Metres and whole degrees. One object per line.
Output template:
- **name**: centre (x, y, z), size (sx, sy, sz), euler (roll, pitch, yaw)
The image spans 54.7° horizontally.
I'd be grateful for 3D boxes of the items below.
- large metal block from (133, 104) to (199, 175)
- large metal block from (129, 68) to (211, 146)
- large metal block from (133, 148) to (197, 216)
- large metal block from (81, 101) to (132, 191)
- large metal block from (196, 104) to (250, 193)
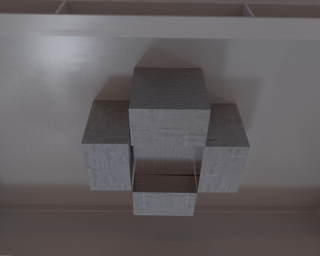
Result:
- **large metal block**: centre (0.008, 0.015, 0.402), size (0.081, 0.050, 0.079), euler (0, 130, -1)
- **large metal block**: centre (0.009, -0.025, 0.349), size (0.081, 0.080, 0.050), euler (1, 130, -1)
- **large metal block**: centre (0.005, 0.074, 0.434), size (0.081, 0.080, 0.050), euler (1, 130, -1)
- **large metal block**: centre (-0.060, 0.021, 0.389), size (0.050, 0.080, 0.079), euler (1, 130, -1)
- **large metal block**: centre (0.073, 0.025, 0.394), size (0.050, 0.080, 0.079), euler (1, 130, -1)
